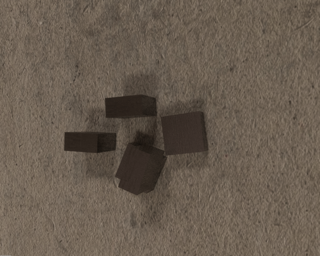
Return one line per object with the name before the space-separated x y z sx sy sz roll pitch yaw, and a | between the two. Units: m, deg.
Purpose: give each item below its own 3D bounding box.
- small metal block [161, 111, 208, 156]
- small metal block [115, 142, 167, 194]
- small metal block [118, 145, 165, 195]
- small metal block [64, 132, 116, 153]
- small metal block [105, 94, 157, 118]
small metal block | 0.032 0.007 0.397 0.050 0.025 0.050 -8 87 19
small metal block | -0.025 0.052 0.417 0.050 0.025 0.050 25 98 18
small metal block | -0.021 0.049 0.376 0.025 0.050 0.050 20 97 18
small metal block | -0.095 0.019 0.428 0.050 0.050 0.025 2 91 19
small metal block | -0.037 -0.027 0.408 0.050 0.050 0.025 -4 89 19
